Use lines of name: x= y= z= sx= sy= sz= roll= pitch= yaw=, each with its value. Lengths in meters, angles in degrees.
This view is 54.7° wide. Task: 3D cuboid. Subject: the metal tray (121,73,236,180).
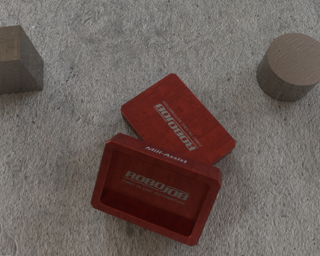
metal tray: x=0.022 y=0.002 z=0.405 sx=0.090 sy=0.030 sz=0.130 roll=-36 pitch=74 yaw=-12

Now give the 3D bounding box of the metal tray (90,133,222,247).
metal tray: x=-0.006 y=0.069 z=0.354 sx=0.131 sy=0.030 sz=0.089 roll=19 pitch=109 yaw=7

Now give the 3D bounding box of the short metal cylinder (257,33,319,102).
short metal cylinder: x=0.180 y=-0.082 z=0.427 sx=0.081 sy=0.050 sz=0.080 roll=0 pitch=70 yaw=0

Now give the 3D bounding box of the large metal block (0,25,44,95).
large metal block: x=-0.209 y=-0.086 z=0.409 sx=0.081 sy=0.080 sz=0.050 roll=-7 pitch=70 yaw=-3
